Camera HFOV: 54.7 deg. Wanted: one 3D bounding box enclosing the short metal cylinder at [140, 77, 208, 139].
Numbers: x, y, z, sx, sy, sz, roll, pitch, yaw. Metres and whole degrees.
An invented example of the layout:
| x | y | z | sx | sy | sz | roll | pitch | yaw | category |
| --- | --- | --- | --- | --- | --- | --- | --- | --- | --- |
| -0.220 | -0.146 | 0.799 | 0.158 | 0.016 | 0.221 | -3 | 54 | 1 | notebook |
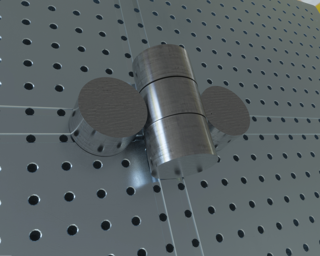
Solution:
| x | y | z | sx | sy | sz | roll | pitch | yaw | category |
| --- | --- | --- | --- | --- | --- | --- | --- | --- | --- |
| 0.015 | -0.021 | 0.395 | 0.081 | 0.080 | 0.050 | 2 | 61 | -28 | short metal cylinder |

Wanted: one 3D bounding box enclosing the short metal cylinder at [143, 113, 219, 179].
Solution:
| x | y | z | sx | sy | sz | roll | pitch | yaw | category |
| --- | --- | --- | --- | --- | --- | --- | --- | --- | --- |
| 0.024 | 0.024 | 0.372 | 0.081 | 0.080 | 0.050 | 1 | 61 | -28 | short metal cylinder |

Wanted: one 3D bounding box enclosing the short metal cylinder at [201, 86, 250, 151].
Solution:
| x | y | z | sx | sy | sz | roll | pitch | yaw | category |
| --- | --- | --- | --- | --- | --- | --- | --- | --- | --- |
| 0.081 | -0.013 | 0.445 | 0.081 | 0.050 | 0.080 | 14 | 56 | -21 | short metal cylinder |

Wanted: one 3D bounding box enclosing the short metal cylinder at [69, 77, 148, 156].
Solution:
| x | y | z | sx | sy | sz | roll | pitch | yaw | category |
| --- | --- | --- | --- | --- | --- | --- | --- | --- | --- |
| -0.062 | -0.013 | 0.367 | 0.081 | 0.050 | 0.080 | 14 | 56 | -21 | short metal cylinder |

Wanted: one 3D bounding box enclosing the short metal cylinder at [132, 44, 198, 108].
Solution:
| x | y | z | sx | sy | sz | roll | pitch | yaw | category |
| --- | --- | --- | --- | --- | --- | --- | --- | --- | --- |
| 0.006 | -0.066 | 0.417 | 0.081 | 0.080 | 0.050 | 3 | 61 | -27 | short metal cylinder |
